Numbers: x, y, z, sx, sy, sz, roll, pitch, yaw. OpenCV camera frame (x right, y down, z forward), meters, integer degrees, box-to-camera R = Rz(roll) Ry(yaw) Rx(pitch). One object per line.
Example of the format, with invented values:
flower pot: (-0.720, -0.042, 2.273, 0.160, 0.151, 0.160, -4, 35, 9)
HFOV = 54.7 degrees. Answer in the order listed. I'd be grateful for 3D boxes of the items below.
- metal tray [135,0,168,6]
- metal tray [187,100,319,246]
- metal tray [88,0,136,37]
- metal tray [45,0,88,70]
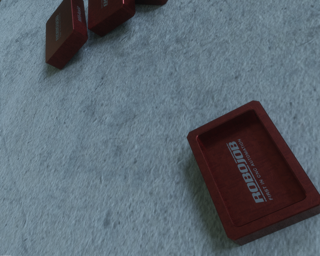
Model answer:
metal tray: (-0.027, -0.277, 0.583, 0.130, 0.030, 0.090, 19, 71, 34)
metal tray: (0.092, 0.042, 0.325, 0.090, 0.030, 0.130, -27, 52, 10)
metal tray: (-0.091, -0.244, 0.567, 0.090, 0.030, 0.130, -20, 63, 33)
metal tray: (-0.180, -0.185, 0.588, 0.090, 0.030, 0.130, -37, 48, 28)
